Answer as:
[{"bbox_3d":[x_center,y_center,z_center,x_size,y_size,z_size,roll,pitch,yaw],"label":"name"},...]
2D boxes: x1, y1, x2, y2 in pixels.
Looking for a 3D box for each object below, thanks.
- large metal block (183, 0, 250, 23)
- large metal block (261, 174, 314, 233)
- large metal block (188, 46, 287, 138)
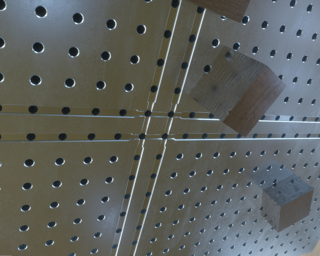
[{"bbox_3d":[0.057,-0.166,0.323,0.081,0.050,0.080,8,114,-32],"label":"large metal block"},{"bbox_3d":[0.256,0.151,0.627,0.080,0.050,0.080,-22,127,-15],"label":"large metal block"},{"bbox_3d":[0.096,-0.048,0.398,0.050,0.080,0.080,29,103,-38],"label":"large metal block"}]
